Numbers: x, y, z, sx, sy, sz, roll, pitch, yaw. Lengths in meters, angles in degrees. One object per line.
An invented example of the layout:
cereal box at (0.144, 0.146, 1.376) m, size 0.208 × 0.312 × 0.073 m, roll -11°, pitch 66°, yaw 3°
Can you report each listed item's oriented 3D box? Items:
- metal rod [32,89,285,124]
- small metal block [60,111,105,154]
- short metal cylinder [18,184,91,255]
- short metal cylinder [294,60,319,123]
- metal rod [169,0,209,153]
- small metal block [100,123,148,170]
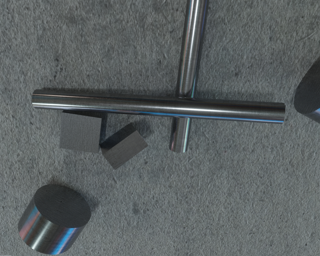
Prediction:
metal rod at (-0.007, -0.027, 0.377) m, size 0.302 × 0.025 × 0.025 m, roll 4°, pitch 110°, yaw 7°
small metal block at (-0.103, 0.003, 0.410) m, size 0.050 × 0.025 × 0.050 m, roll 9°, pitch 110°, yaw -3°
short metal cylinder at (-0.143, 0.123, 0.425) m, size 0.080 × 0.080 × 0.050 m, roll 31°, pitch 107°, yaw -11°
short metal cylinder at (0.208, -0.042, 0.367) m, size 0.050 × 0.080 × 0.080 m, roll 26°, pitch 108°, yaw -9°
metal rod at (0.040, -0.111, 0.369) m, size 0.025 × 0.025 × 0.298 m, roll 5°, pitch 110°, yaw -2°
small metal block at (-0.047, 0.022, 0.397) m, size 0.050 × 0.050 × 0.025 m, roll -36°, pitch 107°, yaw -6°
